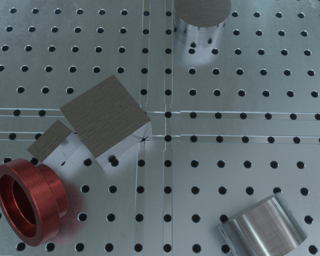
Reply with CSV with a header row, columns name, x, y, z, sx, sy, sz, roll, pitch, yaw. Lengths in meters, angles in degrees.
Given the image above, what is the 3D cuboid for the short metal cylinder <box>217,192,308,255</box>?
name,x,y,z,sx,sy,sz,roll,pitch,yaw
short metal cylinder,0.112,0.113,0.343,0.080,0.080,0.050,-27,73,-10

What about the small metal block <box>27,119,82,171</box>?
name,x,y,z,sx,sy,sz,roll,pitch,yaw
small metal block,-0.130,0.023,0.388,0.025,0.050,0.050,38,74,12

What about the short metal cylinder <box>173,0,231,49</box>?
name,x,y,z,sx,sy,sz,roll,pitch,yaw
short metal cylinder,0.060,-0.166,0.460,0.081,0.050,0.080,0,70,0

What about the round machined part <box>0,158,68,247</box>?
name,x,y,z,sx,sy,sz,roll,pitch,yaw
round machined part,-0.143,0.080,0.352,0.098,0.097,0.042,49,41,15

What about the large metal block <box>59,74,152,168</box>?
name,x,y,z,sx,sy,sz,roll,pitch,yaw
large metal block,-0.067,-0.008,0.401,0.080,0.050,0.080,-35,74,-12
